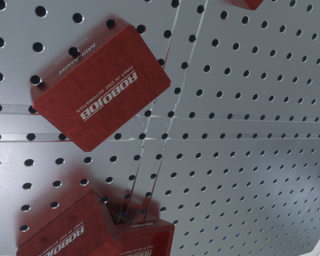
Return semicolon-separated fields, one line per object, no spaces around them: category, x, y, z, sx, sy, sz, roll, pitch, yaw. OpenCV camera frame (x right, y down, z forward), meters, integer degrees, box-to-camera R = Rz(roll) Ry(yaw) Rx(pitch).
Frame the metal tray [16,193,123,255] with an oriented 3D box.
metal tray;-0.120;0.157;0.399;0.130;0.090;0.030;-38;129;-3

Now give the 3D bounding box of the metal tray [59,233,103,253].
metal tray;-0.094;0.194;0.468;0.090;0.030;0.130;-43;135;1

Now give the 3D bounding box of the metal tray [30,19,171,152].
metal tray;-0.063;-0.044;0.346;0.130;0.030;0.090;-40;129;-1

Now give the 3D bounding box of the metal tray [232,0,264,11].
metal tray;0.089;-0.204;0.330;0.130;0.030;0.090;33;100;-38

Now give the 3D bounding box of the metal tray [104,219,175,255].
metal tray;-0.034;0.188;0.459;0.131;0.030;0.090;13;86;-51
